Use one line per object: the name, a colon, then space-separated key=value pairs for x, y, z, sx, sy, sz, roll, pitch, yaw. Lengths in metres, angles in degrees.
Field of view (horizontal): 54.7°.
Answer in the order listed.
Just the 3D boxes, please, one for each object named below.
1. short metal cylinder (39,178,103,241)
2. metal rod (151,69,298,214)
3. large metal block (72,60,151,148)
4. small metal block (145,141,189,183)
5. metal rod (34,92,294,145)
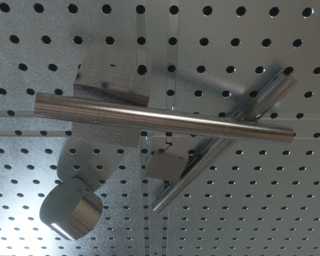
short metal cylinder: x=-0.137 y=0.125 z=0.481 sx=0.080 sy=0.080 sz=0.050 roll=-21 pitch=127 yaw=17
metal rod: x=0.074 y=0.037 z=0.443 sx=0.025 sy=0.025 sz=0.298 roll=25 pitch=126 yaw=-20
large metal block: x=-0.059 y=-0.027 z=0.372 sx=0.081 sy=0.050 sz=0.079 roll=9 pitch=130 yaw=-8
small metal block: x=0.009 y=0.050 z=0.455 sx=0.050 sy=0.025 sz=0.050 roll=13 pitch=129 yaw=-11
metal rod: x=0.021 y=-0.006 z=0.349 sx=0.302 sy=0.025 sz=0.025 roll=7 pitch=131 yaw=-19
